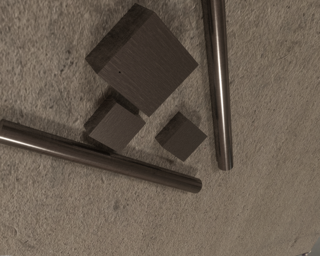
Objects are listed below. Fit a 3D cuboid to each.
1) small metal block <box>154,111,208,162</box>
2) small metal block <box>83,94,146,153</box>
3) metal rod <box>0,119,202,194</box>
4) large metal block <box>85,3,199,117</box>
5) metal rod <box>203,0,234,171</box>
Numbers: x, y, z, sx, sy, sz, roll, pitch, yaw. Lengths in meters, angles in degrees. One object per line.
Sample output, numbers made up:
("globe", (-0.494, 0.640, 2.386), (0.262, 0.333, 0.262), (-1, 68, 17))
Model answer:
("small metal block", (0.030, 0.013, 0.433), (0.050, 0.025, 0.050), (-48, 129, 5))
("small metal block", (-0.054, -0.005, 0.376), (0.050, 0.025, 0.050), (-49, 129, 6))
("metal rod", (-0.054, 0.048, 0.408), (0.302, 0.025, 0.025), (22, 106, -37))
("large metal block", (-0.019, -0.072, 0.337), (0.080, 0.050, 0.080), (-47, 130, 4))
("metal rod", (0.081, -0.057, 0.417), (0.025, 0.025, 0.298), (-23, 127, -15))
